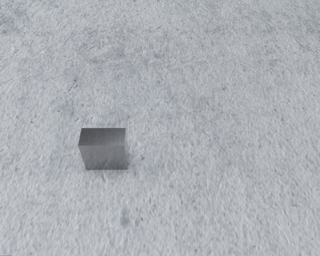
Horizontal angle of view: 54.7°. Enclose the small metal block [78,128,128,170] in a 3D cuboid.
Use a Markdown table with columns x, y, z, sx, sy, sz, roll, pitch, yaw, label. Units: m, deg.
| x | y | z | sx | sy | sz | roll | pitch | yaw | label |
| --- | --- | --- | --- | --- | --- | --- | --- | --- | --- |
| -0.064 | 0.025 | 0.365 | 0.050 | 0.050 | 0.025 | 0 | 50 | -1 | small metal block |
